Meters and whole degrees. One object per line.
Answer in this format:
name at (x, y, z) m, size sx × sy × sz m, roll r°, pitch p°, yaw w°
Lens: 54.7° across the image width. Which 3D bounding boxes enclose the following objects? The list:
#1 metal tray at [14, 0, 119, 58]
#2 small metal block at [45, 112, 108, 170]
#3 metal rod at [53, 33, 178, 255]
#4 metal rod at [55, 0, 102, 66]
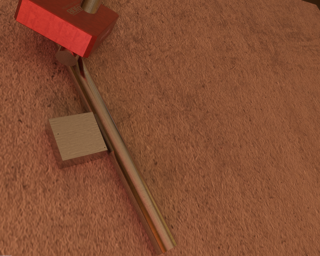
metal tray at (-0.111, -0.144, 0.399) m, size 0.090 × 0.030 × 0.130 m, roll 28°, pitch 30°, yaw -11°
small metal block at (-0.094, 0.013, 0.346) m, size 0.050 × 0.025 × 0.050 m, roll -13°, pitch 68°, yaw -34°
metal rod at (-0.062, 0.003, 0.369) m, size 0.025 × 0.025 × 0.299 m, roll -18°, pitch 71°, yaw -35°
metal rod at (-0.086, -0.206, 0.442) m, size 0.025 × 0.025 × 0.300 m, roll 21°, pitch 57°, yaw -16°
